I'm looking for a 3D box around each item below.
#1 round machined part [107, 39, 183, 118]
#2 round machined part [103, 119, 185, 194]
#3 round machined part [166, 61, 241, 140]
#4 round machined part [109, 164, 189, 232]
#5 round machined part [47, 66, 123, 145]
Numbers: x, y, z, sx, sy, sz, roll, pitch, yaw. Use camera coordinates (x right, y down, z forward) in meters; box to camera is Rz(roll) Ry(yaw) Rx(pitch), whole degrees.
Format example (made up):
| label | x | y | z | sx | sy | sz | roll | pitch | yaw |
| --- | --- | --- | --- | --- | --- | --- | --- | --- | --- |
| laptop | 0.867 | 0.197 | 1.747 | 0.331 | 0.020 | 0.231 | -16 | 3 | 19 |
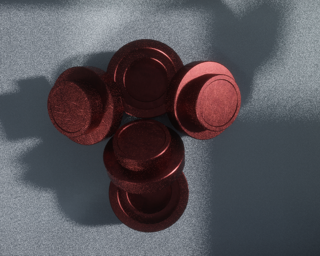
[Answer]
| label | x | y | z | sx | sy | sz | roll | pitch | yaw |
| --- | --- | --- | --- | --- | --- | --- | --- | --- | --- |
| round machined part | -0.017 | -0.061 | 0.400 | 0.099 | 0.042 | 0.097 | 0 | 90 | 0 |
| round machined part | -0.020 | 0.026 | 0.372 | 0.099 | 0.098 | 0.042 | -6 | 134 | 0 |
| round machined part | 0.060 | -0.033 | 0.379 | 0.099 | 0.042 | 0.097 | -7 | 104 | -29 |
| round machined part | -0.013 | 0.080 | 0.401 | 0.099 | 0.042 | 0.097 | 0 | 90 | 0 |
| round machined part | -0.098 | -0.026 | 0.379 | 0.098 | 0.042 | 0.097 | 6 | 104 | 26 |
